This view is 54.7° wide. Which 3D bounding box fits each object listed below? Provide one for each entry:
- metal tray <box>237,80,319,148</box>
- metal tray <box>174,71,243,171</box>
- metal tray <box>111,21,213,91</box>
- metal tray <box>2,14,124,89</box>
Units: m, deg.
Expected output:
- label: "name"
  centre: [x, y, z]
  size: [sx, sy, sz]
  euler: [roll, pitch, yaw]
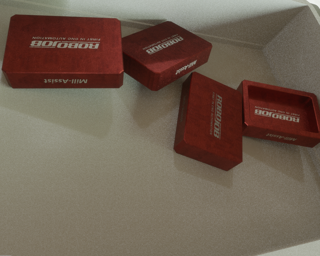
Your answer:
- label: "metal tray"
  centre: [0.190, -0.023, 0.497]
  size: [0.131, 0.030, 0.090]
  euler: [10, 57, -6]
- label: "metal tray"
  centre: [0.073, -0.012, 0.449]
  size: [0.091, 0.030, 0.130]
  euler: [21, 54, -16]
- label: "metal tray"
  centre: [0.004, -0.110, 0.452]
  size: [0.090, 0.030, 0.131]
  euler: [36, 48, 22]
- label: "metal tray"
  centre: [-0.112, -0.093, 0.376]
  size: [0.131, 0.030, 0.090]
  euler: [-1, 61, -10]
